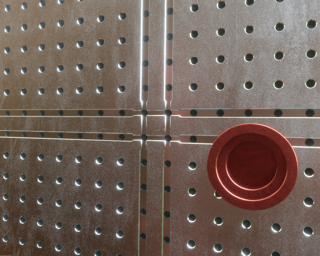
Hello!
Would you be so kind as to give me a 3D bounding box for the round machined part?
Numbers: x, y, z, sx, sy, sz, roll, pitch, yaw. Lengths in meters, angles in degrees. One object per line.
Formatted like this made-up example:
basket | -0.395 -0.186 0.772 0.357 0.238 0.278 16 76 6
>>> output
round machined part | 0.108 0.043 0.365 0.098 0.042 0.097 0 90 19
